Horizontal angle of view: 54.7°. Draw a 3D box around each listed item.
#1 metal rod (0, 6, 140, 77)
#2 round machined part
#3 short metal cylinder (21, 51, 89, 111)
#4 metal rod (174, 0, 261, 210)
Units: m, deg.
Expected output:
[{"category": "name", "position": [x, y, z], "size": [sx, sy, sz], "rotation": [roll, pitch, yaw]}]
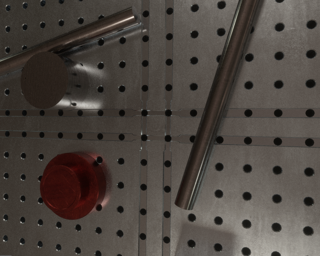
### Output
[{"category": "metal rod", "position": [-0.171, -0.119, 0.470], "size": [0.301, 0.025, 0.025], "rotation": [-14, 85, 19]}, {"category": "round machined part", "position": [-0.132, 0.085, 0.449], "size": [0.098, 0.042, 0.097], "rotation": [0, 90, 19]}, {"category": "short metal cylinder", "position": [-0.152, -0.066, 0.451], "size": [0.080, 0.050, 0.079], "rotation": [0, 90, 19]}, {"category": "metal rod", "position": [0.074, -0.041, 0.386], "size": [0.025, 0.025, 0.298], "rotation": [19, 96, 18]}]
